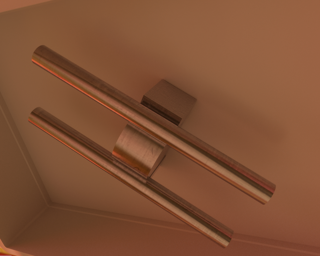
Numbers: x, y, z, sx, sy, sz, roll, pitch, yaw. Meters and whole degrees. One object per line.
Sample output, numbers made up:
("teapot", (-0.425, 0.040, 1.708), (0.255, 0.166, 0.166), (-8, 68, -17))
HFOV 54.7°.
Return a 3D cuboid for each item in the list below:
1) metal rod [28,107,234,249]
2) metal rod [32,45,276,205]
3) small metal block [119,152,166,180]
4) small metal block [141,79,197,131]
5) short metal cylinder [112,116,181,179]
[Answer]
("metal rod", (-0.043, 0.060, 0.402), (0.301, 0.025, 0.025), (31, 128, 7))
("metal rod", (-0.013, -0.008, 0.343), (0.301, 0.025, 0.025), (31, 128, 7))
("small metal block", (-0.028, 0.048, 0.433), (0.050, 0.050, 0.025), (32, 128, 7))
("small metal block", (0.009, -0.027, 0.368), (0.050, 0.050, 0.025), (32, 128, 7))
("short metal cylinder", (-0.016, 0.017, 0.389), (0.050, 0.080, 0.079), (32, 128, 7))
